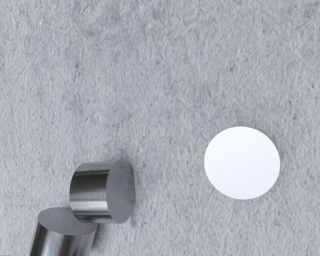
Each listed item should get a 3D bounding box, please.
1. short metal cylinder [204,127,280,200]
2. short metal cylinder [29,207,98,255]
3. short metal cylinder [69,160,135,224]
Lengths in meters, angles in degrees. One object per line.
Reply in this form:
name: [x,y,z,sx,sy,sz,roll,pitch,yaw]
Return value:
short metal cylinder: [0.097,0.038,0.361,0.080,0.050,0.079,0,90,19]
short metal cylinder: [-0.132,0.150,0.425,0.080,0.080,0.050,18,96,19]
short metal cylinder: [-0.072,0.083,0.404,0.050,0.080,0.080,-6,88,20]
